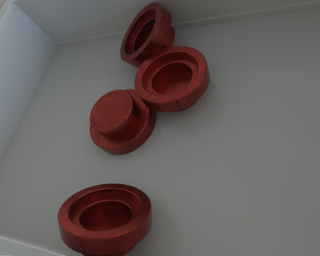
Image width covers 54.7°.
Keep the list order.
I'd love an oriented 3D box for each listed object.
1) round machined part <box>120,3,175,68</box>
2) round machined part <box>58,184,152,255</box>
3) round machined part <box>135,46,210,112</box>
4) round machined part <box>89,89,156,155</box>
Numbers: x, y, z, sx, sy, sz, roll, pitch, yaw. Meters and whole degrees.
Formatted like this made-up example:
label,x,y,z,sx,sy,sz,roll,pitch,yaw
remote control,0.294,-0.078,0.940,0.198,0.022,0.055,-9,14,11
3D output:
label,x,y,z,sx,sy,sz,roll,pitch,yaw
round machined part,-0.015,-0.135,0.471,0.098,0.042,0.098,-32,45,39
round machined part,-0.058,0.104,0.340,0.099,0.042,0.098,-1,21,0
round machined part,0.019,-0.061,0.418,0.098,0.042,0.098,-11,54,15
round machined part,-0.058,-0.015,0.435,0.098,0.042,0.098,-13,56,21
